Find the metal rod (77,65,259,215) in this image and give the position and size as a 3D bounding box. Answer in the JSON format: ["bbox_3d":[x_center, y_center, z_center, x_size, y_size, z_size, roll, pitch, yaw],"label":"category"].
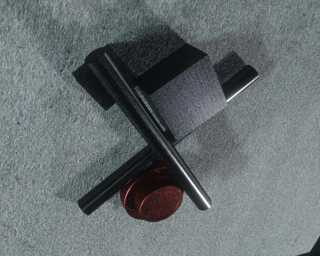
[{"bbox_3d":[0.013,0.015,0.428,0.301,0.025,0.025,-39,130,-2],"label":"metal rod"}]

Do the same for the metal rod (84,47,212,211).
[{"bbox_3d":[0.004,0.025,0.394,0.025,0.025,0.300,-38,130,-3],"label":"metal rod"}]

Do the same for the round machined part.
[{"bbox_3d":[-0.005,0.099,0.457,0.099,0.042,0.097,-14,125,-21],"label":"round machined part"}]

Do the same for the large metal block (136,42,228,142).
[{"bbox_3d":[0.027,-0.044,0.383,0.080,0.050,0.080,-36,130,-5],"label":"large metal block"}]

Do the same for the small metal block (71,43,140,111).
[{"bbox_3d":[-0.060,-0.056,0.344,0.050,0.025,0.050,-40,130,-1],"label":"small metal block"}]
